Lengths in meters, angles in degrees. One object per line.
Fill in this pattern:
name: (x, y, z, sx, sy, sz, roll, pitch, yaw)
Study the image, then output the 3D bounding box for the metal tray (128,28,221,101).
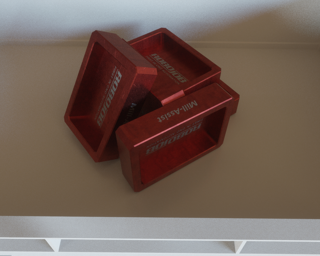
metal tray: (0.009, -0.086, 0.433, 0.091, 0.030, 0.130, -30, 56, -23)

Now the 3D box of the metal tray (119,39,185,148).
metal tray: (-0.023, -0.043, 0.396, 0.030, 0.089, 0.130, -30, 57, -23)

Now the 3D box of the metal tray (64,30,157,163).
metal tray: (-0.064, -0.035, 0.366, 0.030, 0.129, 0.090, -6, 42, -47)

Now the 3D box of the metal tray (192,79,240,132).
metal tray: (0.037, -0.053, 0.447, 0.091, 0.030, 0.130, -28, 55, -20)

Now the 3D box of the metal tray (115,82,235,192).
metal tray: (0.018, 0.011, 0.351, 0.131, 0.089, 0.030, -26, 55, -21)
